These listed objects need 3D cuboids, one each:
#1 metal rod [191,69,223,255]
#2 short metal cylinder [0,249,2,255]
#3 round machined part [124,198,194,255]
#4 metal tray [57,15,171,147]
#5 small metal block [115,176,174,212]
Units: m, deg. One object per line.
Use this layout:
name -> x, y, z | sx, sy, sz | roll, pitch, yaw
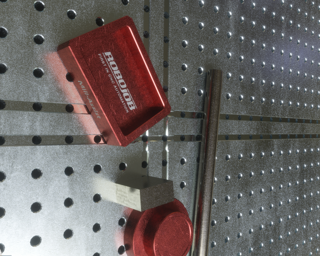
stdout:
metal rod -> 0.072, 0.060, 0.471 | 0.025, 0.025, 0.298 | 10, 84, -40
short metal cylinder -> -0.176, 0.111, 0.246 | 0.081, 0.050, 0.079 | 0, 90, -40
round machined part -> 0.006, 0.140, 0.405 | 0.099, 0.042, 0.097 | 0, 90, -40
metal tray -> -0.048, -0.054, 0.367 | 0.091, 0.030, 0.129 | -38, 114, -34
small metal block -> -0.019, 0.078, 0.379 | 0.050, 0.050, 0.025 | -7, 95, -40
